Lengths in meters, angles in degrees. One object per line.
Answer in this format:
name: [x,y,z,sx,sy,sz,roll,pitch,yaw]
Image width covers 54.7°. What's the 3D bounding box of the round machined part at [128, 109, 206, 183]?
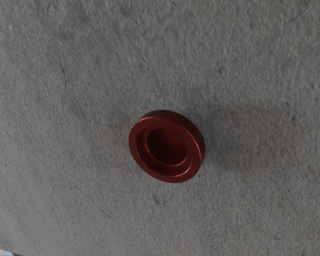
round machined part: [0.012,0.020,0.400,0.098,0.042,0.097,13,124,20]
